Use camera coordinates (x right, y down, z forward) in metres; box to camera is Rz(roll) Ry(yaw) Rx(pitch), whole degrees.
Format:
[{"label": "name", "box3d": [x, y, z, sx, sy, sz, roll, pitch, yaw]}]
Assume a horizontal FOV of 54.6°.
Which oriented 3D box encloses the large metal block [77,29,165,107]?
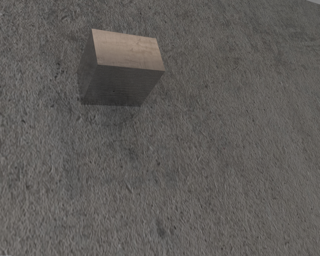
[{"label": "large metal block", "box3d": [-0.051, -0.070, 0.383, 0.081, 0.080, 0.050, 0, 62, -28]}]
